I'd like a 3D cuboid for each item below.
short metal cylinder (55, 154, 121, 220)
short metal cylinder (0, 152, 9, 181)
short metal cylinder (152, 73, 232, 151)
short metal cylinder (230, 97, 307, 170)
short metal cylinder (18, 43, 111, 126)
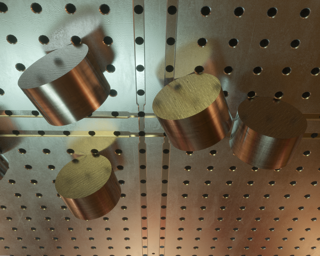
[{"bbox_3d":[-0.102,0.084,0.445,0.080,0.080,0.050,-8,130,6],"label":"short metal cylinder"},{"bbox_3d":[-0.256,0.051,0.415,0.080,0.080,0.050,-13,129,10],"label":"short metal cylinder"},{"bbox_3d":[0.038,-0.019,0.360,0.080,0.080,0.050,-18,128,14],"label":"short metal cylinder"},{"bbox_3d":[0.131,0.005,0.382,0.081,0.080,0.050,2,130,-3],"label":"short metal cylinder"},{"bbox_3d":[-0.101,-0.048,0.334,0.080,0.080,0.050,-16,129,13],"label":"short metal cylinder"}]
